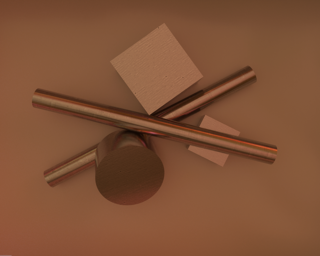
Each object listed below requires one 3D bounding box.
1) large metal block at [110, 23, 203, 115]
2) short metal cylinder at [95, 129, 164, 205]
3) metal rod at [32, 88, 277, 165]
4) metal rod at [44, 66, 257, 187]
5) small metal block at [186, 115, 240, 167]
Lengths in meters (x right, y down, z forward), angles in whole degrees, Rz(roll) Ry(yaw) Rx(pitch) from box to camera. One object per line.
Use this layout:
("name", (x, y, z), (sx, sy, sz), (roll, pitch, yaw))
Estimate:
("large metal block", (-0.004, -0.071, 0.397), (0.080, 0.050, 0.080), (-36, 90, 0))
("short metal cylinder", (-0.039, 0.047, 0.383), (0.081, 0.050, 0.079), (-5, 112, -11))
("metal rod", (-0.006, -0.002, 0.385), (0.302, 0.025, 0.025), (14, 90, -1))
("metal rod", (-0.012, -0.002, 0.409), (0.301, 0.025, 0.025), (-27, 90, -1))
("small metal block", (0.069, 0.016, 0.409), (0.050, 0.025, 0.050), (27, 90, -1))
